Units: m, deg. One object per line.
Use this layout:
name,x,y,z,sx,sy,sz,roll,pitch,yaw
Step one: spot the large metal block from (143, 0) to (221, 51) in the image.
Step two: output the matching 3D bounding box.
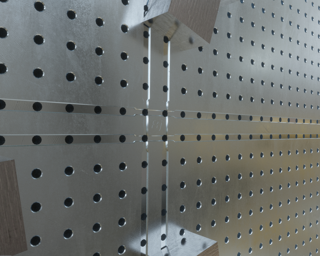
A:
large metal block,0.032,-0.164,0.422,0.080,0.050,0.080,24,75,-38

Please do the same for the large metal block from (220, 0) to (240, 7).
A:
large metal block,0.079,-0.237,0.461,0.081,0.050,0.080,14,81,-40

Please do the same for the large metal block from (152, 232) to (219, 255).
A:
large metal block,0.039,0.205,0.429,0.081,0.050,0.079,-14,99,-39

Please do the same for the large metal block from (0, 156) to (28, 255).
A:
large metal block,-0.165,0.071,0.256,0.081,0.050,0.079,-10,97,-40
